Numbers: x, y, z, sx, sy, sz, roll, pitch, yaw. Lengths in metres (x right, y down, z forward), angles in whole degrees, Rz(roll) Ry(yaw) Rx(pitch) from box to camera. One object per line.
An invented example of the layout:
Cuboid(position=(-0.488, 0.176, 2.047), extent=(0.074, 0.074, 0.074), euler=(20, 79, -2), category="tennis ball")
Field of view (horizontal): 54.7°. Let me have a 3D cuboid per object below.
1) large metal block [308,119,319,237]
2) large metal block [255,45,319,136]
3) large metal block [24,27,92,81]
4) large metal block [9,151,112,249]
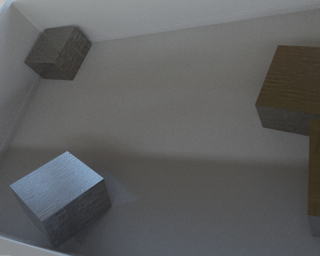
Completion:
Cuboid(position=(0.155, 0.047, 0.260), extent=(0.050, 0.080, 0.080), euler=(0, 62, 28), category="large metal block")
Cuboid(position=(0.158, -0.039, 0.330), extent=(0.080, 0.050, 0.080), euler=(14, 69, 33), category="large metal block")
Cuboid(position=(-0.187, -0.137, 0.572), extent=(0.080, 0.050, 0.080), euler=(8, 66, 31), category="large metal block")
Cuboid(position=(-0.120, 0.084, 0.381), extent=(0.080, 0.050, 0.081), euler=(27, 47, 37), category="large metal block")
